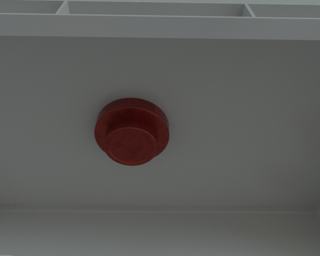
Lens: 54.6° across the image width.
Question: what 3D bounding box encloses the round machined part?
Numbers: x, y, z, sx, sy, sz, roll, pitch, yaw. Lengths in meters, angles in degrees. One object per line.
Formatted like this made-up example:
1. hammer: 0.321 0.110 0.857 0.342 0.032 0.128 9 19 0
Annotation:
1. round machined part: -0.037 0.012 0.408 0.099 0.042 0.097 0 130 0
